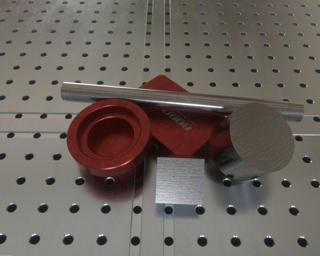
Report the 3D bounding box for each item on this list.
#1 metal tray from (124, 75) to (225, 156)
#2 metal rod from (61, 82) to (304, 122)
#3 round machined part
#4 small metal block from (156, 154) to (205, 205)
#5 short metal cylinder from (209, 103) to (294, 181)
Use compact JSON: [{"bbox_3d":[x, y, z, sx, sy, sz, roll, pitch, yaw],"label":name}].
[{"bbox_3d":[0.015,-0.012,0.416,0.091,0.030,0.130,-36,59,-27],"label":"metal tray"},{"bbox_3d":[0.025,-0.034,0.395,0.302,0.025,0.025,5,50,4],"label":"metal rod"},{"bbox_3d":[-0.058,0.015,0.377,0.099,0.042,0.098,-2,56,4],"label":"round machined part"},{"bbox_3d":[0.022,0.056,0.343,0.050,0.025,0.050,2,93,1],"label":"small metal block"},{"bbox_3d":[0.105,0.017,0.358,0.081,0.050,0.080,6,68,-16],"label":"short metal cylinder"}]
